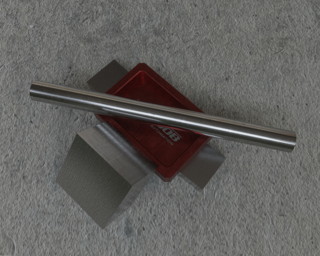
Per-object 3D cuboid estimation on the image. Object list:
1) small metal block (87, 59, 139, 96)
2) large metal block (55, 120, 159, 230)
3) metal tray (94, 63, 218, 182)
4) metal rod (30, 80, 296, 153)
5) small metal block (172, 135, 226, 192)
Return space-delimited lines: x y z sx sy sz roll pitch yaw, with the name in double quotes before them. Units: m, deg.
"small metal block" -0.063 -0.058 0.429 0.050 0.025 0.050 43 75 13
"large metal block" -0.062 0.052 0.351 0.080 0.079 0.050 41 33 13
"metal tray" -0.007 -0.009 0.382 0.130 0.030 0.090 42 75 13
"metal rod" 0.000 -0.014 0.356 0.302 0.025 0.025 12 71 3
"small metal block" 0.047 0.045 0.393 0.050 0.025 0.050 37 74 12
